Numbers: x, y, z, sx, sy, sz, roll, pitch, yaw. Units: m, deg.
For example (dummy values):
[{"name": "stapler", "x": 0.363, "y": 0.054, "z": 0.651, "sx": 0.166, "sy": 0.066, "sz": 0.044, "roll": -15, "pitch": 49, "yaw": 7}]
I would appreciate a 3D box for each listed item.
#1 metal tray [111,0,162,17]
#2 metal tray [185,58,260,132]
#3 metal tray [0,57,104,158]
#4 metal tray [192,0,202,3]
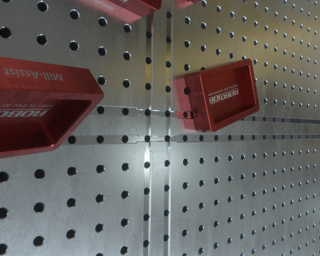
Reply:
[{"name": "metal tray", "x": -0.052, "y": -0.199, "z": 0.360, "sx": 0.131, "sy": 0.030, "sz": 0.090, "roll": 13, "pitch": 82, "yaw": -39}, {"name": "metal tray", "x": 0.103, "y": -0.054, "z": 0.490, "sx": 0.131, "sy": 0.030, "sz": 0.090, "roll": -22, "pitch": 104, "yaw": -38}, {"name": "metal tray", "x": -0.119, "y": -0.012, "z": 0.243, "sx": 0.131, "sy": 0.090, "sz": 0.030, "roll": -6, "pitch": 58, "yaw": -57}, {"name": "metal tray", "x": 0.063, "y": -0.264, "z": 0.456, "sx": 0.091, "sy": 0.030, "sz": 0.130, "roll": -38, "pitch": 113, "yaw": -33}]
